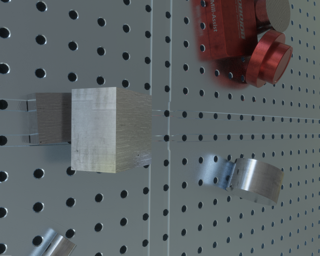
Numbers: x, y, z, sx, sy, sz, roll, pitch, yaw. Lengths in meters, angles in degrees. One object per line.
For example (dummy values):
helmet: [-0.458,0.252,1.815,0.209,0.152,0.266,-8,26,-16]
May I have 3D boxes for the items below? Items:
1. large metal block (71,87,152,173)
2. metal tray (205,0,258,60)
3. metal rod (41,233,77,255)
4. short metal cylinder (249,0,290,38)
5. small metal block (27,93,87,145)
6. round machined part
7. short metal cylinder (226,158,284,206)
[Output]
large metal block: [-0.048,0.002,0.332,0.080,0.050,0.080,0,90,-67]
metal tray: [0.117,-0.180,0.503,0.091,0.030,0.129,-14,99,-39]
metal rod: [-0.173,0.231,0.264,0.025,0.025,0.300,48,61,-29]
short metal cylinder: [0.187,-0.204,0.549,0.081,0.050,0.080,0,90,-40]
small metal block: [-0.106,-0.011,0.320,0.050,0.025,0.050,-5,94,-40]
round machined part: [0.190,-0.113,0.527,0.099,0.042,0.097,-41,148,-33]
short metal cylinder: [0.154,0.088,0.502,0.080,0.080,0.050,34,69,-35]
